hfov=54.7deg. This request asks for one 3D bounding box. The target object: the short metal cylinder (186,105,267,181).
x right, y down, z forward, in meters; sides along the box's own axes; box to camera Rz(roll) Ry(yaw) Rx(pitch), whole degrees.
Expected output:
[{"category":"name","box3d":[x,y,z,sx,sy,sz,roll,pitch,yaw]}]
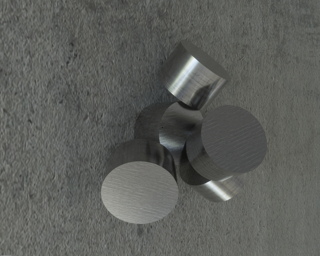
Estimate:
[{"category":"short metal cylinder","box3d":[0.077,0.019,0.368,0.081,0.050,0.080,5,69,-14]}]

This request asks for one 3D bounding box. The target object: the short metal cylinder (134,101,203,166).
[{"category":"short metal cylinder","box3d":[0.013,0.006,0.401,0.081,0.050,0.080,0,89,-40]}]

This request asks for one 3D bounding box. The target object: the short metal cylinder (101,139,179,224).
[{"category":"short metal cylinder","box3d":[-0.021,0.059,0.345,0.081,0.050,0.079,-1,115,-1]}]

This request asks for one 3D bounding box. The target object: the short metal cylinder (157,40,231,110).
[{"category":"short metal cylinder","box3d":[0.044,-0.068,0.399,0.080,0.080,0.050,17,122,-39]}]

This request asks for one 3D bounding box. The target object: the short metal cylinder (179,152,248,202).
[{"category":"short metal cylinder","box3d":[0.074,0.056,0.432,0.050,0.080,0.080,42,64,-32]}]
